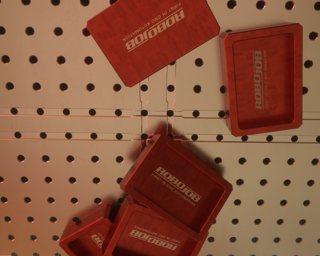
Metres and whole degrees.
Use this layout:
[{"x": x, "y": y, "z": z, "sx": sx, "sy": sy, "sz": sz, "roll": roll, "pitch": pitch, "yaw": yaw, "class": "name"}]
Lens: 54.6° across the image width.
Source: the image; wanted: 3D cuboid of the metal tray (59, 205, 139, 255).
[{"x": -0.079, "y": 0.193, "z": 0.480, "sx": 0.090, "sy": 0.030, "sz": 0.130, "roll": -31, "pitch": 107, "yaw": 11, "class": "metal tray"}]

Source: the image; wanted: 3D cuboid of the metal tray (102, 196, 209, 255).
[{"x": -0.006, "y": 0.161, "z": 0.448, "sx": 0.131, "sy": 0.030, "sz": 0.090, "roll": 25, "pitch": 93, "yaw": -18, "class": "metal tray"}]

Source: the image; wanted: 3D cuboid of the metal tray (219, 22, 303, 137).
[{"x": 0.128, "y": -0.059, "z": 0.389, "sx": 0.090, "sy": 0.030, "sz": 0.129, "roll": -8, "pitch": 110, "yaw": 3, "class": "metal tray"}]

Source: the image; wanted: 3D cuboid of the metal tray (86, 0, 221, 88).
[{"x": -0.007, "y": -0.119, "z": 0.367, "sx": 0.130, "sy": 0.030, "sz": 0.090, "roll": -30, "pitch": 108, "yaw": 10, "class": "metal tray"}]

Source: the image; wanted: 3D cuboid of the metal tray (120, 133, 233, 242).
[{"x": 0.024, "y": 0.079, "z": 0.418, "sx": 0.130, "sy": 0.030, "sz": 0.090, "roll": 38, "pitch": 77, "yaw": -13, "class": "metal tray"}]
